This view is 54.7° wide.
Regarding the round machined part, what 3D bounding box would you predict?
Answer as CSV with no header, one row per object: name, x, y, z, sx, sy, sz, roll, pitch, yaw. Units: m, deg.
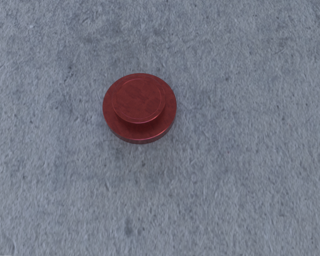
round machined part,-0.027,-0.031,0.410,0.099,0.042,0.098,0,70,-1
